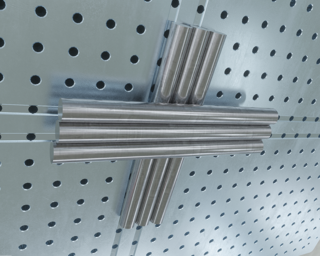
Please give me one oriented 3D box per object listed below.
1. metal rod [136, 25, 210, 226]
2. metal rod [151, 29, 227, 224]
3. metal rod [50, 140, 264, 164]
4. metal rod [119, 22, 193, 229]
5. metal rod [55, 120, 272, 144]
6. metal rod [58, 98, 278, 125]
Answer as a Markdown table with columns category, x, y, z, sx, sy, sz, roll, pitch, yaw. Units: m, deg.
| category | x | y | z | sx | sy | sz | roll | pitch | yaw |
| --- | --- | --- | --- | --- | --- | --- | --- | --- | --- |
| metal rod | 0.009 | 0.014 | 0.424 | 0.025 | 0.025 | 0.298 | 2 | 118 | -29 |
| metal rod | 0.031 | 0.015 | 0.437 | 0.025 | 0.025 | 0.298 | 2 | 118 | -29 |
| metal rod | 0.017 | 0.026 | 0.404 | 0.302 | 0.025 | 0.025 | 0 | 118 | -29 |
| metal rod | -0.013 | 0.014 | 0.412 | 0.025 | 0.025 | 0.298 | 2 | 118 | -29 |
| metal rod | 0.026 | 0.004 | 0.395 | 0.302 | 0.025 | 0.025 | 0 | 118 | -29 |
| metal rod | 0.032 | -0.017 | 0.385 | 0.302 | 0.025 | 0.025 | 0 | 118 | -29 |
